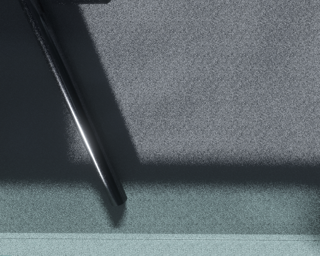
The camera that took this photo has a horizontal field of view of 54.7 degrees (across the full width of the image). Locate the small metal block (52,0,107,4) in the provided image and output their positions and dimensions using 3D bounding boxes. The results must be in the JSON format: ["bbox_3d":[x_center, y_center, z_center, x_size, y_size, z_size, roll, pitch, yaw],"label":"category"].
[{"bbox_3d":[-0.088,-0.151,0.341,0.050,0.050,0.025,-1,110,0],"label":"small metal block"}]

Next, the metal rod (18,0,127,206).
[{"bbox_3d":[-0.106,-0.027,0.399,0.025,0.025,0.298,-17,110,6],"label":"metal rod"}]
